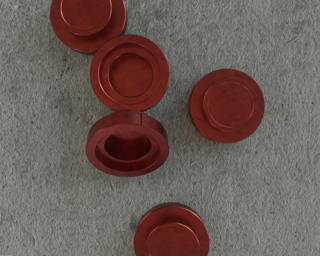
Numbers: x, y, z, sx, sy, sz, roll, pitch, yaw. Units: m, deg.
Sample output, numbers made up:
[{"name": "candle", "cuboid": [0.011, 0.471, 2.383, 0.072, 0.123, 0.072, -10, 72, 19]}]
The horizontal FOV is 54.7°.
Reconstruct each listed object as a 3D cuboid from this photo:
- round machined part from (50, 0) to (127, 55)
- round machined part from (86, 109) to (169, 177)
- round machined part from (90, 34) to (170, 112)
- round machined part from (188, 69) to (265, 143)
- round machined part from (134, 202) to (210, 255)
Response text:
[{"name": "round machined part", "cuboid": [-0.093, -0.147, 0.400, 0.099, 0.042, 0.097, 0, 90, 0]}, {"name": "round machined part", "cuboid": [-0.039, 0.015, 0.384, 0.099, 0.097, 0.042, -3, 45, -3]}, {"name": "round machined part", "cuboid": [-0.037, -0.067, 0.401, 0.099, 0.042, 0.097, 0, 90, 0]}, {"name": "round machined part", "cuboid": [0.087, -0.029, 0.402, 0.099, 0.042, 0.097, 0, 90, 0]}, {"name": "round machined part", "cuboid": [0.015, 0.150, 0.402, 0.099, 0.042, 0.097, 0, 90, 0]}]
